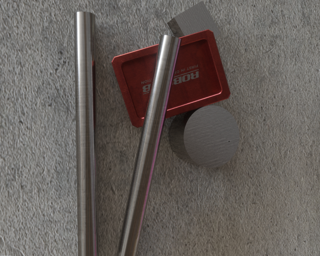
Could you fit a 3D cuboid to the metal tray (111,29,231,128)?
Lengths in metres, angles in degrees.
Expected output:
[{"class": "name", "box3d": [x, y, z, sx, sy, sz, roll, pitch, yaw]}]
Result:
[{"class": "metal tray", "box3d": [0.014, -0.062, 0.395, 0.131, 0.030, 0.090, -18, 97, -6]}]

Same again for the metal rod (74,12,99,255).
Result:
[{"class": "metal rod", "box3d": [-0.089, 0.013, 0.376, 0.025, 0.025, 0.298, -1, 90, -20]}]

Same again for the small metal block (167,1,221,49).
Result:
[{"class": "small metal block", "box3d": [0.047, -0.137, 0.426, 0.050, 0.025, 0.050, -36, 102, -17]}]

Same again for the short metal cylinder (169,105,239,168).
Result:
[{"class": "short metal cylinder", "box3d": [0.058, 0.011, 0.417, 0.081, 0.050, 0.079, 0, 90, -20]}]

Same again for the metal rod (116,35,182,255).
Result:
[{"class": "metal rod", "box3d": [-0.017, 0.041, 0.374, 0.025, 0.025, 0.298, 9, 97, -20]}]
